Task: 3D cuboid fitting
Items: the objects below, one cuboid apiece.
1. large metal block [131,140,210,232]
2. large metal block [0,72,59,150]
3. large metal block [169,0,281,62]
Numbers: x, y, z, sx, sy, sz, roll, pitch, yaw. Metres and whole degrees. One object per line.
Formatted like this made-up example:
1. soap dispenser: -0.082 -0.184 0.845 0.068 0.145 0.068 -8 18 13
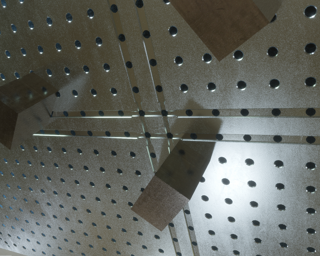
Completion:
1. large metal block: 0.014 0.076 0.414 0.050 0.080 0.079 35 129 5
2. large metal block: -0.208 -0.027 0.466 0.050 0.080 0.079 36 129 3
3. large metal block: 0.057 -0.116 0.273 0.080 0.080 0.050 49 128 -7
